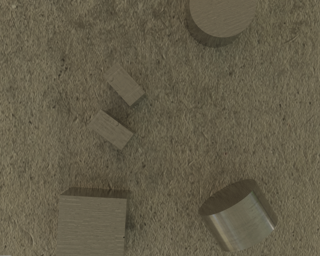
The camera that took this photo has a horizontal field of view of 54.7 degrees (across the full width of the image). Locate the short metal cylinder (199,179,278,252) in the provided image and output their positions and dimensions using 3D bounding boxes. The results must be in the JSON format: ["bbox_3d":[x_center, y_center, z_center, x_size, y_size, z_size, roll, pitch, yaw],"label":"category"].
[{"bbox_3d":[0.096,0.106,0.384,0.080,0.080,0.050,-31,90,0],"label":"short metal cylinder"}]

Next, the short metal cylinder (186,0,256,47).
[{"bbox_3d":[0.076,-0.149,0.398,0.081,0.050,0.079,0,90,-1],"label":"short metal cylinder"}]

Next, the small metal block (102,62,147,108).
[{"bbox_3d":[-0.044,-0.053,0.397,0.025,0.050,0.050,-42,91,0],"label":"small metal block"}]

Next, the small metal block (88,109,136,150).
[{"bbox_3d":[-0.059,0.002,0.397,0.050,0.050,0.025,37,90,-1],"label":"small metal block"}]

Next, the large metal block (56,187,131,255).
[{"bbox_3d":[-0.083,0.122,0.397,0.081,0.050,0.079,3,90,-1],"label":"large metal block"}]
